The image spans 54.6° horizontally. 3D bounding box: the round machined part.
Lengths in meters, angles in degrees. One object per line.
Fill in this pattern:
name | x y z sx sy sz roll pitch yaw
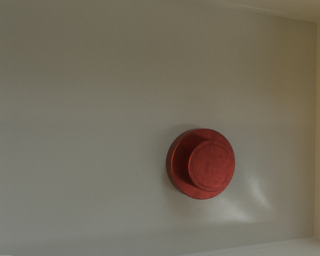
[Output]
round machined part | 0.061 0.050 0.424 0.099 0.042 0.097 0 90 -20
